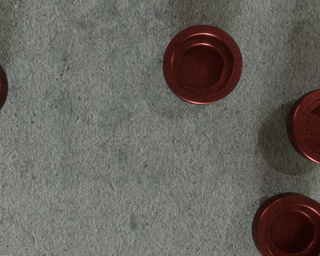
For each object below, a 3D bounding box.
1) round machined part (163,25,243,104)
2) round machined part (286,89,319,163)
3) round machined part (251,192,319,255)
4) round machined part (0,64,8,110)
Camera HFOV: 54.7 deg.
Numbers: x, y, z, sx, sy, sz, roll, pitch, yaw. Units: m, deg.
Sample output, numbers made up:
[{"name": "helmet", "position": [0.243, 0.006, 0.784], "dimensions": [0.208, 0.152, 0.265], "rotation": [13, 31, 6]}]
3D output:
[{"name": "round machined part", "position": [0.053, -0.078, 0.402], "dimensions": [0.099, 0.042, 0.097], "rotation": [0, 90, 0]}, {"name": "round machined part", "position": [0.213, -0.003, 0.403], "dimensions": [0.099, 0.042, 0.097], "rotation": [0, 90, 0]}, {"name": "round machined part", "position": [0.168, 0.132, 0.403], "dimensions": [0.099, 0.042, 0.097], "rotation": [0, 90, 0]}, {"name": "round machined part", "position": [-0.245, -0.053, 0.399], "dimensions": [0.099, 0.042, 0.097], "rotation": [0, 91, -2]}]
